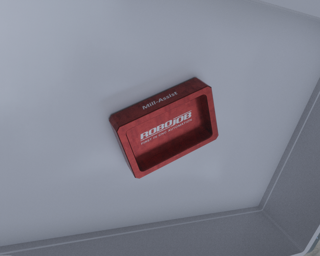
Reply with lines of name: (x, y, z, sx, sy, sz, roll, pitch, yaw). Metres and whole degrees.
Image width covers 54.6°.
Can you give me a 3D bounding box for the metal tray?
metal tray: (0.010, 0.000, 0.406, 0.131, 0.030, 0.090, -26, 128, -13)
